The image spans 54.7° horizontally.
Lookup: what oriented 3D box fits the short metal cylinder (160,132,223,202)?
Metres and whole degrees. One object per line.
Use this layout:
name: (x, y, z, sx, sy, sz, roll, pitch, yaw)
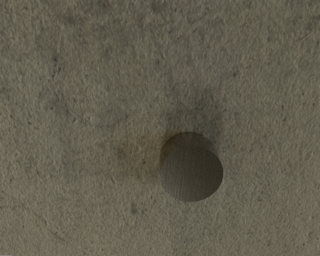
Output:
short metal cylinder: (0.040, 0.051, 0.416, 0.081, 0.050, 0.079, 0, 110, -1)
